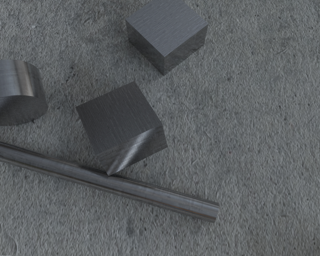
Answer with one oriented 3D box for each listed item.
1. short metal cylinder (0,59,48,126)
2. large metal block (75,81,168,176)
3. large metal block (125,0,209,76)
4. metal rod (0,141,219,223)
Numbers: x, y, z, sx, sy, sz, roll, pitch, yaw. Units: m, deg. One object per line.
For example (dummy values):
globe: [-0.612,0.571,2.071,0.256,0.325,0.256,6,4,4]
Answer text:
short metal cylinder: [-0.190,-0.042,0.393,0.080,0.080,0.050,-17,71,-6]
large metal block: [-0.047,-0.001,0.383,0.080,0.050,0.080,-26,54,-9]
large metal block: [0.009,-0.137,0.445,0.080,0.050,0.080,-40,75,-13]
metal rod: [-0.078,0.063,0.384,0.301,0.025,0.025,15,71,5]
